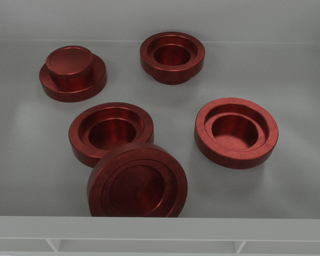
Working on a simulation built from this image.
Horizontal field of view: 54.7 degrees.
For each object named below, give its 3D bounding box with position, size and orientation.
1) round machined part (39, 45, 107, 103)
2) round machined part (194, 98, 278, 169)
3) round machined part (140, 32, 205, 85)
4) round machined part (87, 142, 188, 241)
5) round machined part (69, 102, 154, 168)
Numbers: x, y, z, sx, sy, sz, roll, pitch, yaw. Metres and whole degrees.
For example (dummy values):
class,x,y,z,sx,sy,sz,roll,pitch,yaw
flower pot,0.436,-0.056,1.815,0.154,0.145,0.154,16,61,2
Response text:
class,x,y,z,sx,sy,sz,roll,pitch,yaw
round machined part,-0.131,-0.087,0.466,0.099,0.042,0.098,0,50,0
round machined part,0.091,0.011,0.386,0.099,0.042,0.098,0,50,0
round machined part,0.019,-0.105,0.482,0.099,0.042,0.098,0,50,0
round machined part,-0.025,0.061,0.318,0.099,0.097,0.042,-17,19,-14
round machined part,-0.056,0.014,0.375,0.099,0.042,0.098,0,42,1
